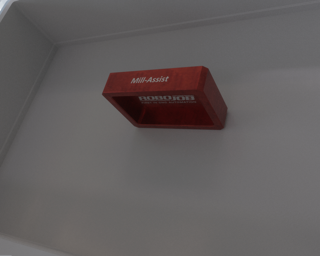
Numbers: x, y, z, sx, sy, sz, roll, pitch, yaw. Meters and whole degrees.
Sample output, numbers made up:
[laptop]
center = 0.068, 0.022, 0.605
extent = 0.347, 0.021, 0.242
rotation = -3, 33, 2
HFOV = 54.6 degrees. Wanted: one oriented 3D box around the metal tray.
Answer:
[metal tray]
center = 0.007, -0.033, 0.381
extent = 0.130, 0.090, 0.030
rotation = 1, 63, 29
